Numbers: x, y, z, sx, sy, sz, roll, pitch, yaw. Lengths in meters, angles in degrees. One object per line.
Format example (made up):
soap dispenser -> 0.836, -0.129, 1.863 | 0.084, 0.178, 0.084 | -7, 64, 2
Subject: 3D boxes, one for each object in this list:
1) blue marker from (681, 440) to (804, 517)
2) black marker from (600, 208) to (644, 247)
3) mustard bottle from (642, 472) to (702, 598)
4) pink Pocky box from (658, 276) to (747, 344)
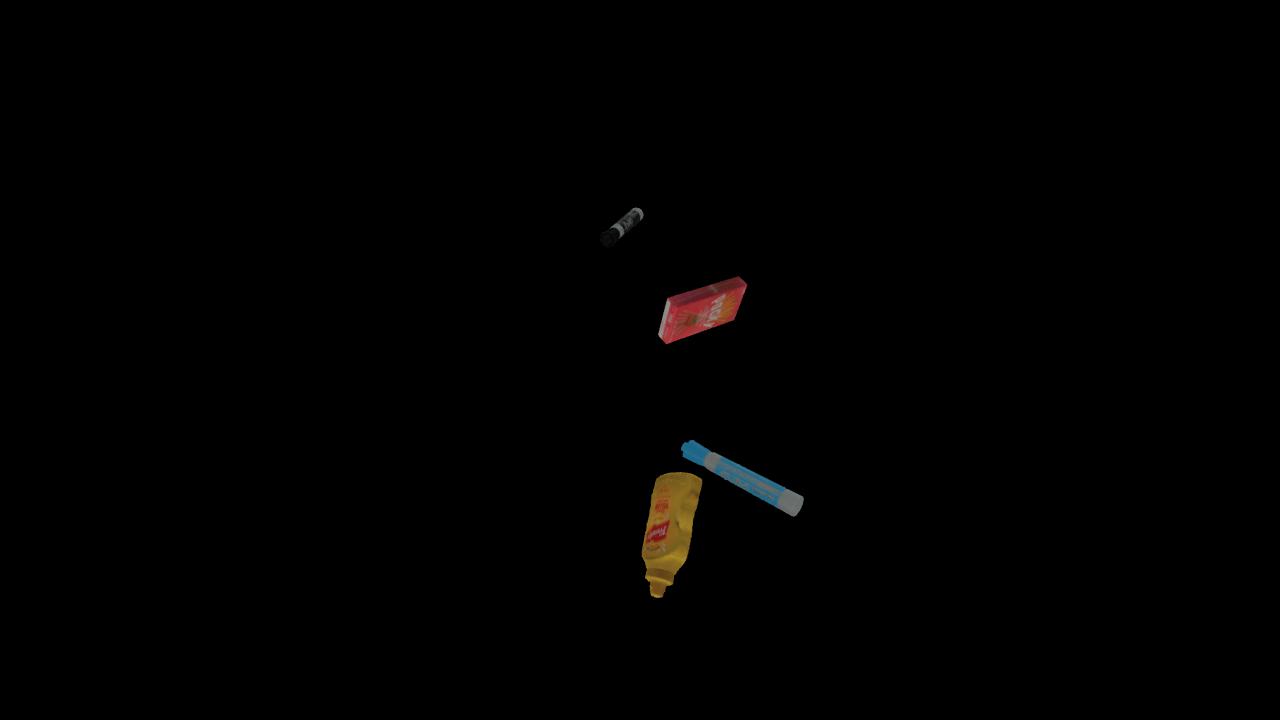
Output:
blue marker -> 0.087, 0.102, 0.546 | 0.121, 0.020, 0.020 | 24, 14, 34
black marker -> -0.022, -0.164, 0.759 | 0.020, 0.020, 0.121 | 0, 27, 19
mustard bottle -> 0.043, 0.266, 0.935 | 0.054, 0.184, 0.092 | 34, -34, -32
pink Pocky box -> 0.106, -0.084, 1.032 | 0.155, 0.084, 0.029 | -20, 54, -29
